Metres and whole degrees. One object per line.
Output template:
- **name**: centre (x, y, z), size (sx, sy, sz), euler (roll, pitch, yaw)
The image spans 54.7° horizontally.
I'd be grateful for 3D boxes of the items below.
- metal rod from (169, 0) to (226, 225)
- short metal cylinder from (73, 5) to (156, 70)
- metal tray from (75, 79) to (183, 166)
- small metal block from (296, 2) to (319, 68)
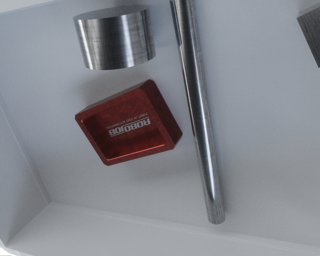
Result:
- **metal rod**: centre (0.052, -0.001, 0.379), size (0.025, 0.025, 0.298), euler (1, 119, 27)
- **short metal cylinder**: centre (-0.047, -0.100, 0.335), size (0.080, 0.080, 0.050), euler (6, 121, 25)
- **metal tray**: centre (-0.045, -0.002, 0.426), size (0.130, 0.030, 0.090), euler (-18, 109, 34)
- **small metal block**: centre (0.156, -0.089, 0.272), size (0.050, 0.025, 0.050), euler (-21, 107, 35)
